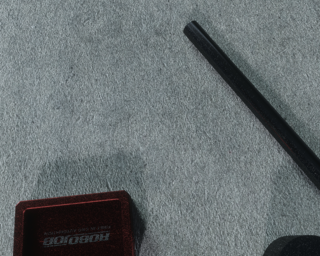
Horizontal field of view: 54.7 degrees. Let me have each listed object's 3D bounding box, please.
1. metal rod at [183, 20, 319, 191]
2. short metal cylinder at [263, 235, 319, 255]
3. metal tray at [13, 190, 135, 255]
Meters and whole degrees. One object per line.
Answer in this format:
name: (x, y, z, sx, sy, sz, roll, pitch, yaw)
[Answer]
metal rod: (0.131, -0.035, 0.421, 0.025, 0.025, 0.299, -33, 74, -11)
short metal cylinder: (0.158, 0.159, 0.338, 0.081, 0.050, 0.080, 0, 70, 0)
metal tray: (-0.097, 0.125, 0.358, 0.131, 0.030, 0.090, -6, 70, -2)
